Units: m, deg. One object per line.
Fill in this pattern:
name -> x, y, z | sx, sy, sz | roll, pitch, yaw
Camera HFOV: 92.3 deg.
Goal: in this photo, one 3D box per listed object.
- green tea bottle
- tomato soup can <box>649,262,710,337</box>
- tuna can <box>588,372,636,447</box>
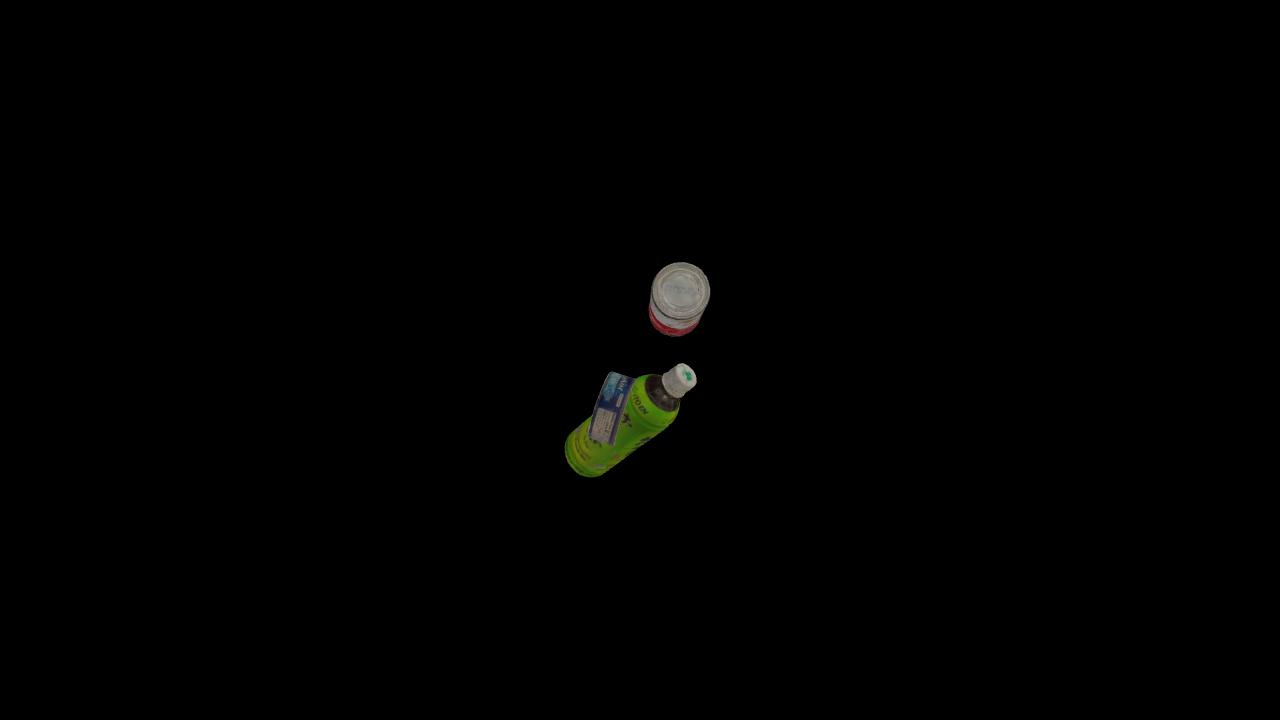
green tea bottle -> -0.011, 0.070, 0.743 | 0.073, 0.073, 0.212 | 0, -33, -43
tomato soup can -> 0.045, -0.069, 0.722 | 0.068, 0.068, 0.101 | 0, -8, -1
tuna can -> -0.032, 0.056, 0.718 | 0.034, 0.084, 0.084 | 19, 1, 3
